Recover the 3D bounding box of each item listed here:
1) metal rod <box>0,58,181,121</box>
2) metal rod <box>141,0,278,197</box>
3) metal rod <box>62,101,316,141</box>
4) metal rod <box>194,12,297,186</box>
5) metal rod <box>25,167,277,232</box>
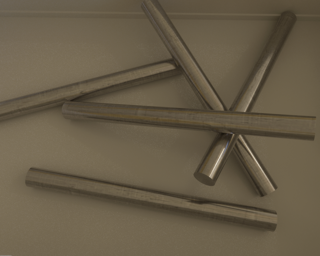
[{"bbox_3d":[-0.109,-0.052,0.427,0.302,0.025,0.025,-16,71,-6],"label":"metal rod"},{"bbox_3d":[0.059,-0.048,0.407,0.025,0.025,0.299,-29,80,-10],"label":"metal rod"},{"bbox_3d":[0.015,-0.012,0.364,0.301,0.025,0.025,5,69,21],"label":"metal rod"},{"bbox_3d":[0.121,-0.056,0.402,0.025,0.025,0.301,29,62,10],"label":"metal rod"},{"bbox_3d":[-0.013,0.086,0.377,0.302,0.025,0.025,10,70,3],"label":"metal rod"}]
